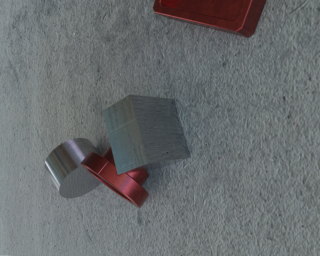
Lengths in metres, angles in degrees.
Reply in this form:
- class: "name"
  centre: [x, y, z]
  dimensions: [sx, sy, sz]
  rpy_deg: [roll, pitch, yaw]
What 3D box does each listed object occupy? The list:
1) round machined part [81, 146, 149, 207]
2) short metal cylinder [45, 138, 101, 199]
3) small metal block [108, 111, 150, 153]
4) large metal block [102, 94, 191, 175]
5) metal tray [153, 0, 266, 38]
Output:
- class: "round machined part"
  centre: [-0.054, 0.061, 0.415]
  dimensions: [0.098, 0.098, 0.042]
  rpy_deg: [23, 68, 37]
- class: "short metal cylinder"
  centre: [-0.127, 0.061, 0.474]
  dimensions: [0.050, 0.081, 0.080]
  rpy_deg: [48, 118, 29]
- class: "small metal block"
  centre: [-0.045, 0.006, 0.442]
  dimensions: [0.050, 0.025, 0.050]
  rpy_deg: [-17, 80, 38]
- class: "large metal block"
  centre: [-0.015, 0.008, 0.382]
  dimensions: [0.050, 0.081, 0.080]
  rpy_deg: [-25, 74, 37]
- class: "metal tray"
  centre: [0.058, -0.163, 0.353]
  dimensions: [0.130, 0.030, 0.089]
  rpy_deg: [28, 108, 36]
